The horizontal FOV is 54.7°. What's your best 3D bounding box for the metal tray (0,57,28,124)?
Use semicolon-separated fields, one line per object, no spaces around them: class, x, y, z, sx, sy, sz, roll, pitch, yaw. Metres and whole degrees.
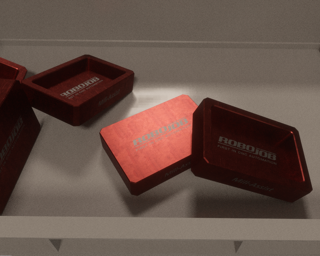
metal tray;-0.243;-0.046;0.410;0.091;0.030;0.130;22;46;-23

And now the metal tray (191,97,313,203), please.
metal tray;0.102;0.025;0.352;0.131;0.030;0.090;17;50;-13

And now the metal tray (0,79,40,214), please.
metal tray;-0.182;0.019;0.344;0.030;0.089;0.130;4;50;4

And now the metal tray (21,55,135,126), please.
metal tray;-0.107;-0.058;0.424;0.090;0.030;0.131;23;36;18

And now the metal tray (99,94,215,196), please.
metal tray;0.003;0.016;0.389;0.131;0.030;0.090;-24;54;-20
